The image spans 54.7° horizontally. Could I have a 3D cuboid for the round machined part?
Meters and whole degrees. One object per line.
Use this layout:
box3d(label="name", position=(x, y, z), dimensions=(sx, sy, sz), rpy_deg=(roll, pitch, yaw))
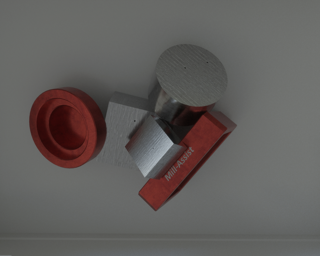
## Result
box3d(label="round machined part", position=(-0.109, -0.003, 0.386), dimensions=(0.098, 0.042, 0.097), rpy_deg=(6, 106, 21))

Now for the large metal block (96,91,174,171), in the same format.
box3d(label="large metal block", position=(-0.030, 0.006, 0.398), dimensions=(0.081, 0.050, 0.079), rpy_deg=(14, 109, -6))

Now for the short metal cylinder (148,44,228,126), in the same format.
box3d(label="short metal cylinder", position=(0.030, -0.048, 0.356), dimensions=(0.080, 0.080, 0.050), rpy_deg=(15, 153, -6))

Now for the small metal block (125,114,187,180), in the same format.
box3d(label="small metal block", position=(-0.006, 0.022, 0.349), dimensions=(0.025, 0.050, 0.050), rpy_deg=(20, 114, -49))

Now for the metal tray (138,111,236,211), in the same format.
box3d(label="metal tray", position=(0.037, 0.038, 0.388), dimensions=(0.030, 0.090, 0.129), rpy_deg=(42, 106, 14))
